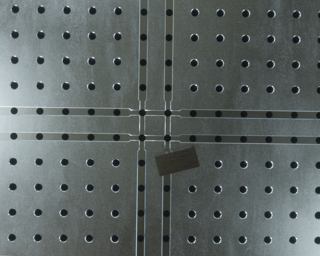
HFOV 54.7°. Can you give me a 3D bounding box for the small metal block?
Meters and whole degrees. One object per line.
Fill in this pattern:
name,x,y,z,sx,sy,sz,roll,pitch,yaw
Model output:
small metal block,0.021,0.041,0.401,0.050,0.050,0.025,-14,90,0
